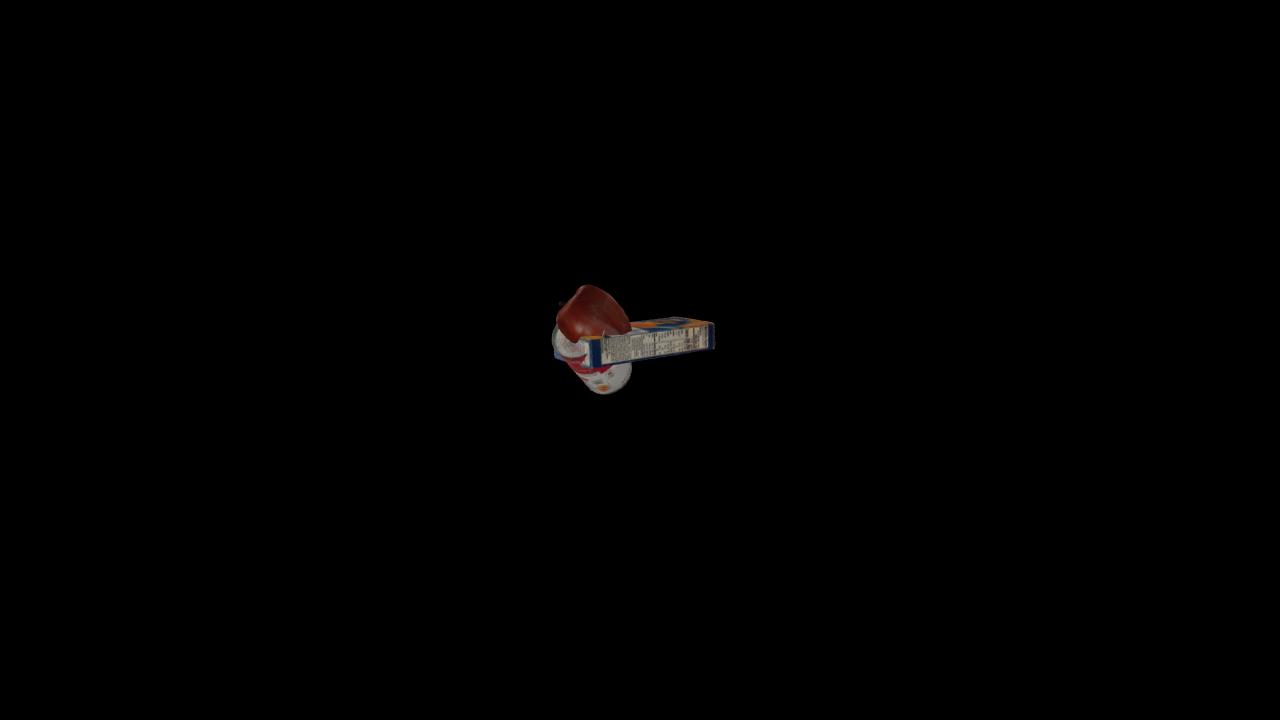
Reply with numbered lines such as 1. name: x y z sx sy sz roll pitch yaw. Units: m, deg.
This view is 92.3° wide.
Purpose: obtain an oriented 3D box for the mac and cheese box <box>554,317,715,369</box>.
1. mac and cheese box: -0.005 -0.025 0.769 0.184 0.041 0.093 -10 13 -34

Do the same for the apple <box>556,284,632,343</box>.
1. apple: -0.056 -0.043 0.730 0.093 0.079 0.079 38 -4 -5

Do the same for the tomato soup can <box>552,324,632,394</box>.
1. tomato soup can: -0.056 -0.007 0.748 0.068 0.068 0.101 0 -29 21
